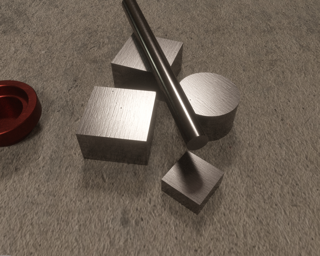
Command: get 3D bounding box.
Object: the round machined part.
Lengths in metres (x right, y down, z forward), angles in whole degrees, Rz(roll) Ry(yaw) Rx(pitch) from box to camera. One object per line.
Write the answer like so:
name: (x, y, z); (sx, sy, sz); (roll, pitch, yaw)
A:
round machined part: (-0.204, -0.014, 0.401); (0.099, 0.042, 0.098); (0, 50, 0)

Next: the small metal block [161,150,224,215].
small metal block: (0.037, 0.061, 0.352); (0.050, 0.025, 0.050); (31, 56, 23)

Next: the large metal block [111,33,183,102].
large metal block: (-0.017, -0.093, 0.465); (0.080, 0.050, 0.080); (15, 52, 12)

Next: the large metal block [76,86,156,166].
large metal block: (-0.050, -0.004, 0.390); (0.080, 0.050, 0.080); (6, 50, 4)

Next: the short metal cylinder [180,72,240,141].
short metal cylinder: (0.061, -0.029, 0.412); (0.081, 0.050, 0.080); (0, 50, 0)

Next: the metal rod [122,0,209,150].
metal rod: (-0.005, -0.094, 0.417); (0.025, 0.025, 0.299); (-13, 52, -11)
